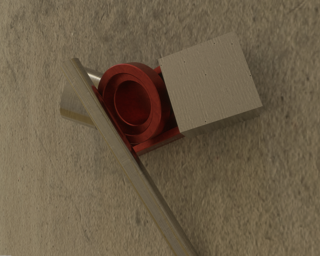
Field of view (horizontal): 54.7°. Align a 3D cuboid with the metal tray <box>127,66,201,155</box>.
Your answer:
[{"bbox_3d":[-0.009,-0.022,0.408,0.130,0.030,0.090,-26,74,36],"label":"metal tray"}]

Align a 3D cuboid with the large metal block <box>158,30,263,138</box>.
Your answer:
[{"bbox_3d":[0.052,-0.042,0.324,0.080,0.050,0.080,-18,77,11],"label":"large metal block"}]

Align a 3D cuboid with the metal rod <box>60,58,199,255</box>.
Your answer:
[{"bbox_3d":[-0.033,0.048,0.375,0.025,0.025,0.299,-34,87,35],"label":"metal rod"}]

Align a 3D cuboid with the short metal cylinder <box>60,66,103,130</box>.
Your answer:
[{"bbox_3d":[-0.100,-0.043,0.442,0.050,0.080,0.079,19,105,1],"label":"short metal cylinder"}]

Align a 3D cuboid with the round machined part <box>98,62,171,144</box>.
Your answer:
[{"bbox_3d":[-0.028,-0.033,0.385,0.098,0.042,0.097,12,112,32],"label":"round machined part"}]
